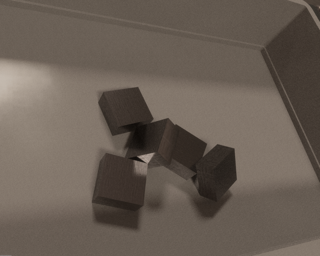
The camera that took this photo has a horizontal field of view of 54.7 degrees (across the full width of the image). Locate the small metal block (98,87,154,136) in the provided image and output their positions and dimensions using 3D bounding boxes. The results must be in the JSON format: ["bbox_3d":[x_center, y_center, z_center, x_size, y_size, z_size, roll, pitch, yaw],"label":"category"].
[{"bbox_3d":[-0.044,-0.022,0.397,0.050,0.025,0.050,-14,69,-34],"label":"small metal block"}]

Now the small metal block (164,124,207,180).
[{"bbox_3d":[0.028,0.031,0.403,0.050,0.025,0.050,32,51,-8],"label":"small metal block"}]

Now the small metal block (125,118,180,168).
[{"bbox_3d":[-0.009,0.020,0.370,0.025,0.050,0.050,48,44,-33],"label":"small metal block"}]

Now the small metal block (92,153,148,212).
[{"bbox_3d":[-0.044,0.061,0.346,0.050,0.025,0.050,17,55,-19],"label":"small metal block"}]

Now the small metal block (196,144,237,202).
[{"bbox_3d":[0.073,0.056,0.395,0.050,0.025,0.050,-35,125,-38],"label":"small metal block"}]
